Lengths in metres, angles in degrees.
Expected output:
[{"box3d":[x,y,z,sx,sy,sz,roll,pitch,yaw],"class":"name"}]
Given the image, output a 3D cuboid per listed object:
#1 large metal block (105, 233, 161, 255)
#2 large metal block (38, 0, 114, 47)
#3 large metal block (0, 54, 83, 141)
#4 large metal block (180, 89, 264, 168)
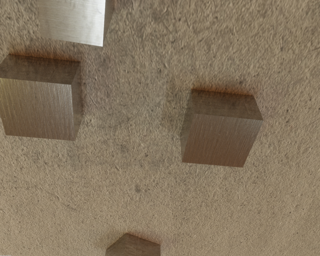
[{"box3d":[-0.055,0.259,0.611,0.080,0.050,0.080,28,125,-22],"class":"large metal block"},{"box3d":[-0.066,-0.127,0.262,0.050,0.080,0.079,8,130,-7],"class":"large metal block"},{"box3d":[-0.136,-0.034,0.360,0.081,0.050,0.079,5,130,-5],"class":"large metal block"},{"box3d":[0.073,0.002,0.393,0.081,0.050,0.079,5,130,-5],"class":"large metal block"}]
